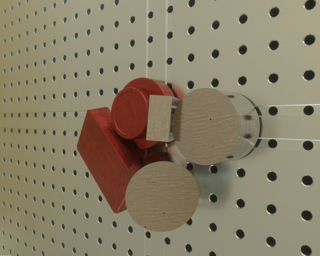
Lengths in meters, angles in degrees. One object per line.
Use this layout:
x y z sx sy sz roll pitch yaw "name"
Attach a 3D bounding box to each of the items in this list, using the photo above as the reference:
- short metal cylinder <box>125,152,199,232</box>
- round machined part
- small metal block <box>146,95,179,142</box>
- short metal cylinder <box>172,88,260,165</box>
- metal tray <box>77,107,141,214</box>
0.000 0.072 0.360 0.050 0.081 0.079 -132 49 -80 "short metal cylinder"
-0.028 -0.019 0.415 0.098 0.042 0.097 0 90 40 "round machined part"
0.004 -0.011 0.360 0.025 0.050 0.050 5 93 12 "small metal block"
0.060 -0.002 0.339 0.080 0.050 0.079 0 90 40 "short metal cylinder"
-0.071 0.044 0.445 0.130 0.030 0.089 53 136 26 "metal tray"
